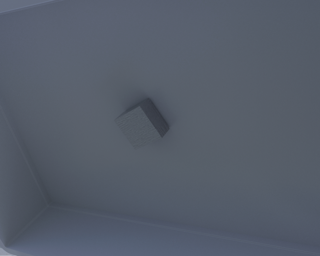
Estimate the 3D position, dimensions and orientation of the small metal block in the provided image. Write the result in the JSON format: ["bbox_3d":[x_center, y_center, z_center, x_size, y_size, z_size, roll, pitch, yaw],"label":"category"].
[{"bbox_3d":[-0.024,-0.005,0.413,0.050,0.025,0.050,-26,105,36],"label":"small metal block"}]
